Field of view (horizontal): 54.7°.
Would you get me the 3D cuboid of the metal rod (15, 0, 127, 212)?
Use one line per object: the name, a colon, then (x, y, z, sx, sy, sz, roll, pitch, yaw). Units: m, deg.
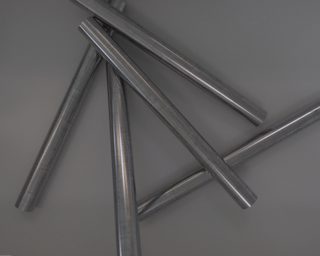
metal rod: (-0.117, -0.031, 0.410, 0.025, 0.025, 0.299, 25, 90, 0)

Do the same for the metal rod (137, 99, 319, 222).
metal rod: (0.100, 0.039, 0.411, 0.301, 0.025, 0.025, -29, 90, 0)

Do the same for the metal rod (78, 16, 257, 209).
metal rod: (0.010, -0.018, 0.384, 0.025, 0.025, 0.300, -43, 91, 0)

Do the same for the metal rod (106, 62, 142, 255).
metal rod: (-0.042, 0.047, 0.351, 0.025, 0.025, 0.299, -7, 66, 0)

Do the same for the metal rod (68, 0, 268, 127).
metal rod: (0.009, -0.093, 0.395, 0.301, 0.025, 0.025, 33, 90, -7)
